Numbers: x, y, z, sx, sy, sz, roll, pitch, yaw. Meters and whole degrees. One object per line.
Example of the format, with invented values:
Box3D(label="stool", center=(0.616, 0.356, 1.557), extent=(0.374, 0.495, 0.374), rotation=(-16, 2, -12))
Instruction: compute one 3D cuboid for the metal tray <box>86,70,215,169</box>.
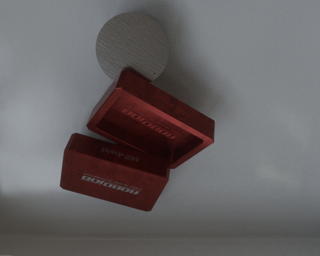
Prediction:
Box3D(label="metal tray", center=(-0.011, -0.004, 0.375), extent=(0.131, 0.030, 0.090), rotation=(28, 137, -20))

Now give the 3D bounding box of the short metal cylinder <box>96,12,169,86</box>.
Box3D(label="short metal cylinder", center=(-0.030, -0.093, 0.363), extent=(0.081, 0.050, 0.079), rotation=(0, 110, -1))

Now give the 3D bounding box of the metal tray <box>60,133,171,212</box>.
Box3D(label="metal tray", center=(-0.061, 0.062, 0.412), extent=(0.131, 0.030, 0.089), rotation=(17, 135, -7))

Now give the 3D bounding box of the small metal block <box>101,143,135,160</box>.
Box3D(label="small metal block", center=(-0.053, 0.048, 0.428), extent=(0.050, 0.025, 0.050), rotation=(38, 105, -13))
